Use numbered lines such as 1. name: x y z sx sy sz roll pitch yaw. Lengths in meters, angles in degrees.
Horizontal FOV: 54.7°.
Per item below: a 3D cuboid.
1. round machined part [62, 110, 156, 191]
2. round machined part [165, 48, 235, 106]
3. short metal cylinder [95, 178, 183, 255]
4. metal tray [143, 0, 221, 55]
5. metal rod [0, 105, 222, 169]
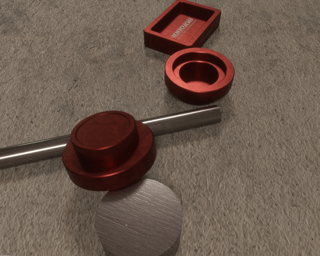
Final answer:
1. round machined part: -0.056 0.017 0.329 0.099 0.042 0.098 -6 35 5
2. round machined part: 0.056 -0.071 0.453 0.099 0.042 0.098 0 50 0
3. short metal cylinder: -0.019 0.097 0.305 0.081 0.050 0.080 0 50 0
4. metal tray: 0.042 -0.178 0.549 0.090 0.030 0.130 24 54 18
5. metal rod: -0.067 0.011 0.392 0.302 0.025 0.025 -12 51 -10
